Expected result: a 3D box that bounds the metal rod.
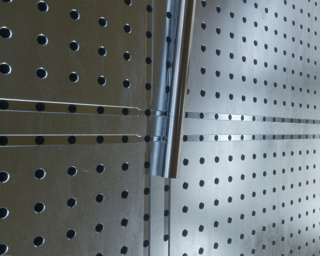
[{"bbox_3d":[0.028,-0.081,0.431,0.025,0.025,0.299,10,84,-40],"label":"metal rod"}]
